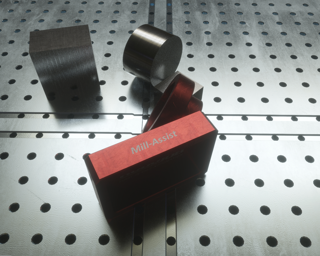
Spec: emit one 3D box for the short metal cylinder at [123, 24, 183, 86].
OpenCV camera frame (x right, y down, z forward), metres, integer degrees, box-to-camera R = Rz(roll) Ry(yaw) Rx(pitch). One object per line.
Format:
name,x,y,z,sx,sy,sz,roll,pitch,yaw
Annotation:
short metal cylinder,-0.010,-0.107,0.462,0.050,0.080,0.080,30,56,22

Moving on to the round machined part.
round machined part,0.017,-0.014,0.379,0.042,0.097,0.098,30,52,-8

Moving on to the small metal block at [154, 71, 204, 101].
small metal block,0.027,-0.051,0.451,0.050,0.025,0.050,37,59,27

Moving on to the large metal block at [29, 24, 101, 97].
large metal block,-0.136,-0.097,0.453,0.081,0.080,0.050,-11,51,-9

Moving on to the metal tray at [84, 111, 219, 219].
metal tray,-0.006,0.041,0.330,0.131,0.090,0.030,-22,56,-18
